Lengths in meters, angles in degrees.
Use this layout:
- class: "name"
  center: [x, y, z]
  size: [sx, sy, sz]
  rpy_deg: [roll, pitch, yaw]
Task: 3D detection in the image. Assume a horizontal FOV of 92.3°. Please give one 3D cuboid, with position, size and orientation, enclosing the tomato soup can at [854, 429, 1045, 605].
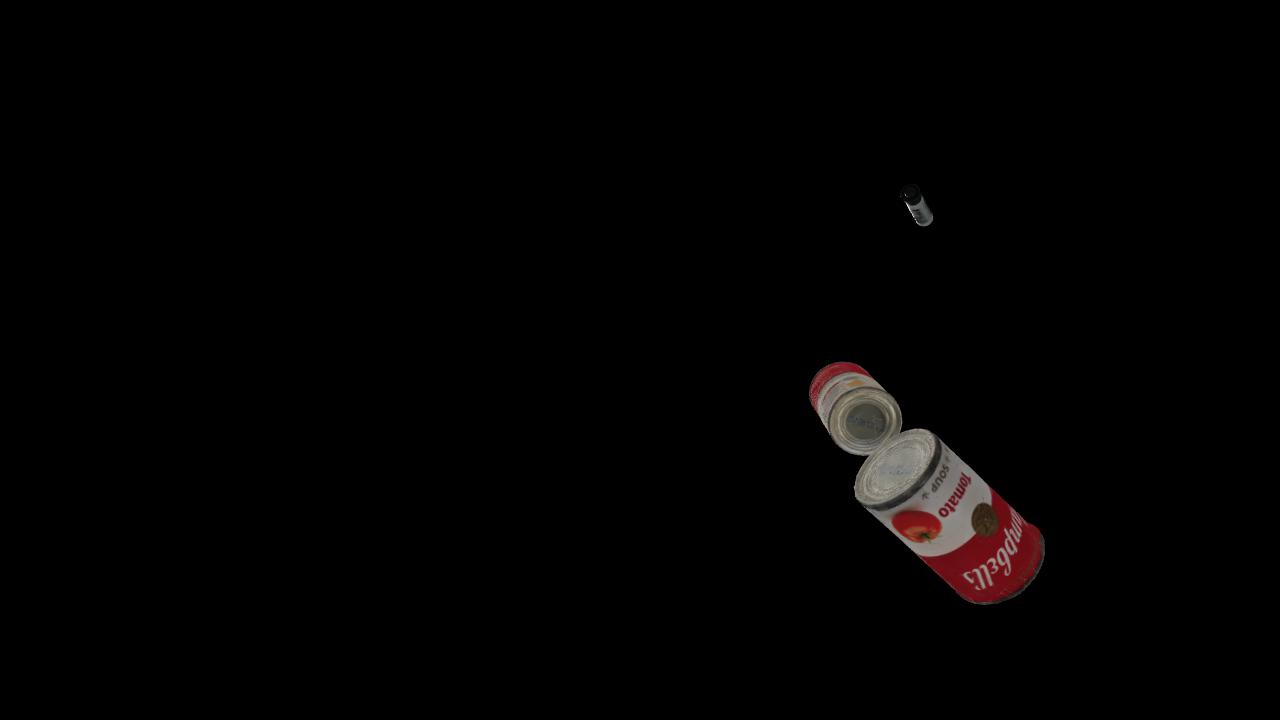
- class: "tomato soup can"
  center: [0.202, 0.101, 0.408]
  size: [0.101, 0.068, 0.068]
  rpy_deg: [42, -5, -5]

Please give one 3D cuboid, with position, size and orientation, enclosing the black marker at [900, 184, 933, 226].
- class: "black marker"
  center: [0.302, -0.167, 0.668]
  size: [0.020, 0.020, 0.121]
  rpy_deg: [0, -2, 31]

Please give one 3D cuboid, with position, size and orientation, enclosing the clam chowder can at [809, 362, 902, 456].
- class: "clam chowder can"
  center: [0.208, 0.045, 0.603]
  size: [0.068, 0.068, 0.102]
  rpy_deg: [0, 13, 6]
